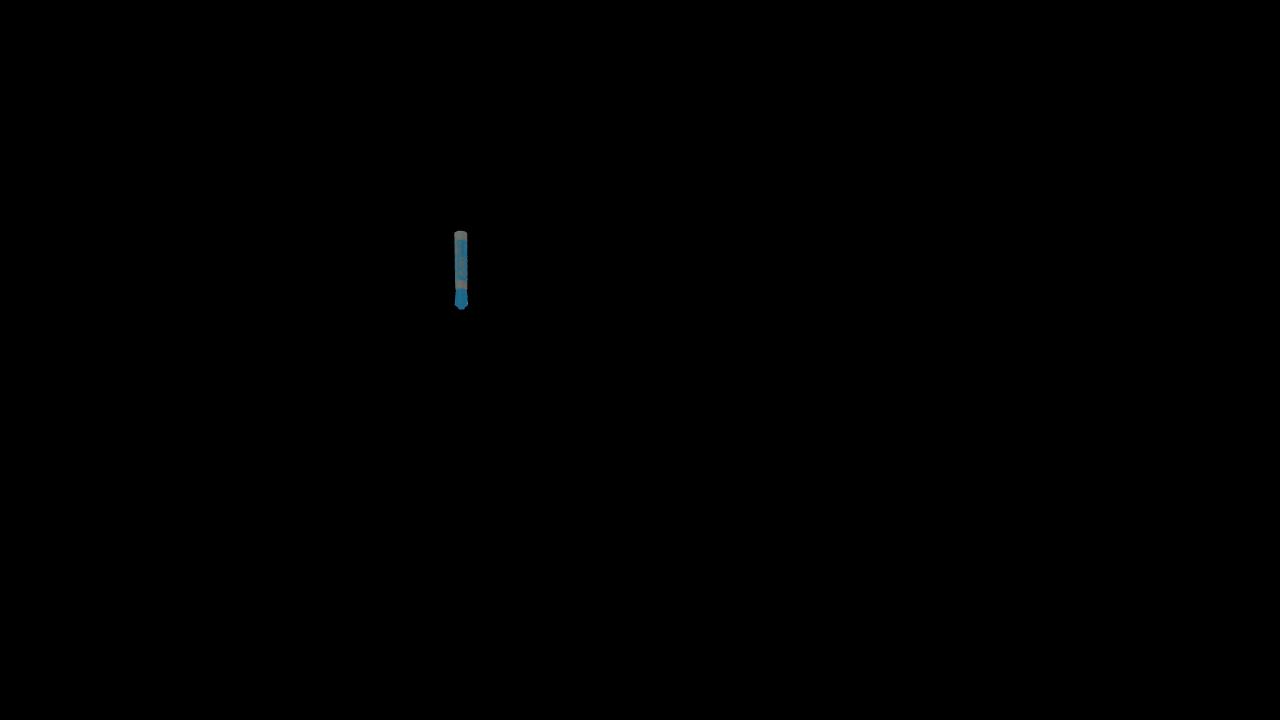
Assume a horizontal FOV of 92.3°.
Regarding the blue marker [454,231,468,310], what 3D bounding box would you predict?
[{"bbox_3d":[-0.263,-0.132,0.904,0.020,0.121,0.020,-5,-16,-1],"label":"blue marker"}]
